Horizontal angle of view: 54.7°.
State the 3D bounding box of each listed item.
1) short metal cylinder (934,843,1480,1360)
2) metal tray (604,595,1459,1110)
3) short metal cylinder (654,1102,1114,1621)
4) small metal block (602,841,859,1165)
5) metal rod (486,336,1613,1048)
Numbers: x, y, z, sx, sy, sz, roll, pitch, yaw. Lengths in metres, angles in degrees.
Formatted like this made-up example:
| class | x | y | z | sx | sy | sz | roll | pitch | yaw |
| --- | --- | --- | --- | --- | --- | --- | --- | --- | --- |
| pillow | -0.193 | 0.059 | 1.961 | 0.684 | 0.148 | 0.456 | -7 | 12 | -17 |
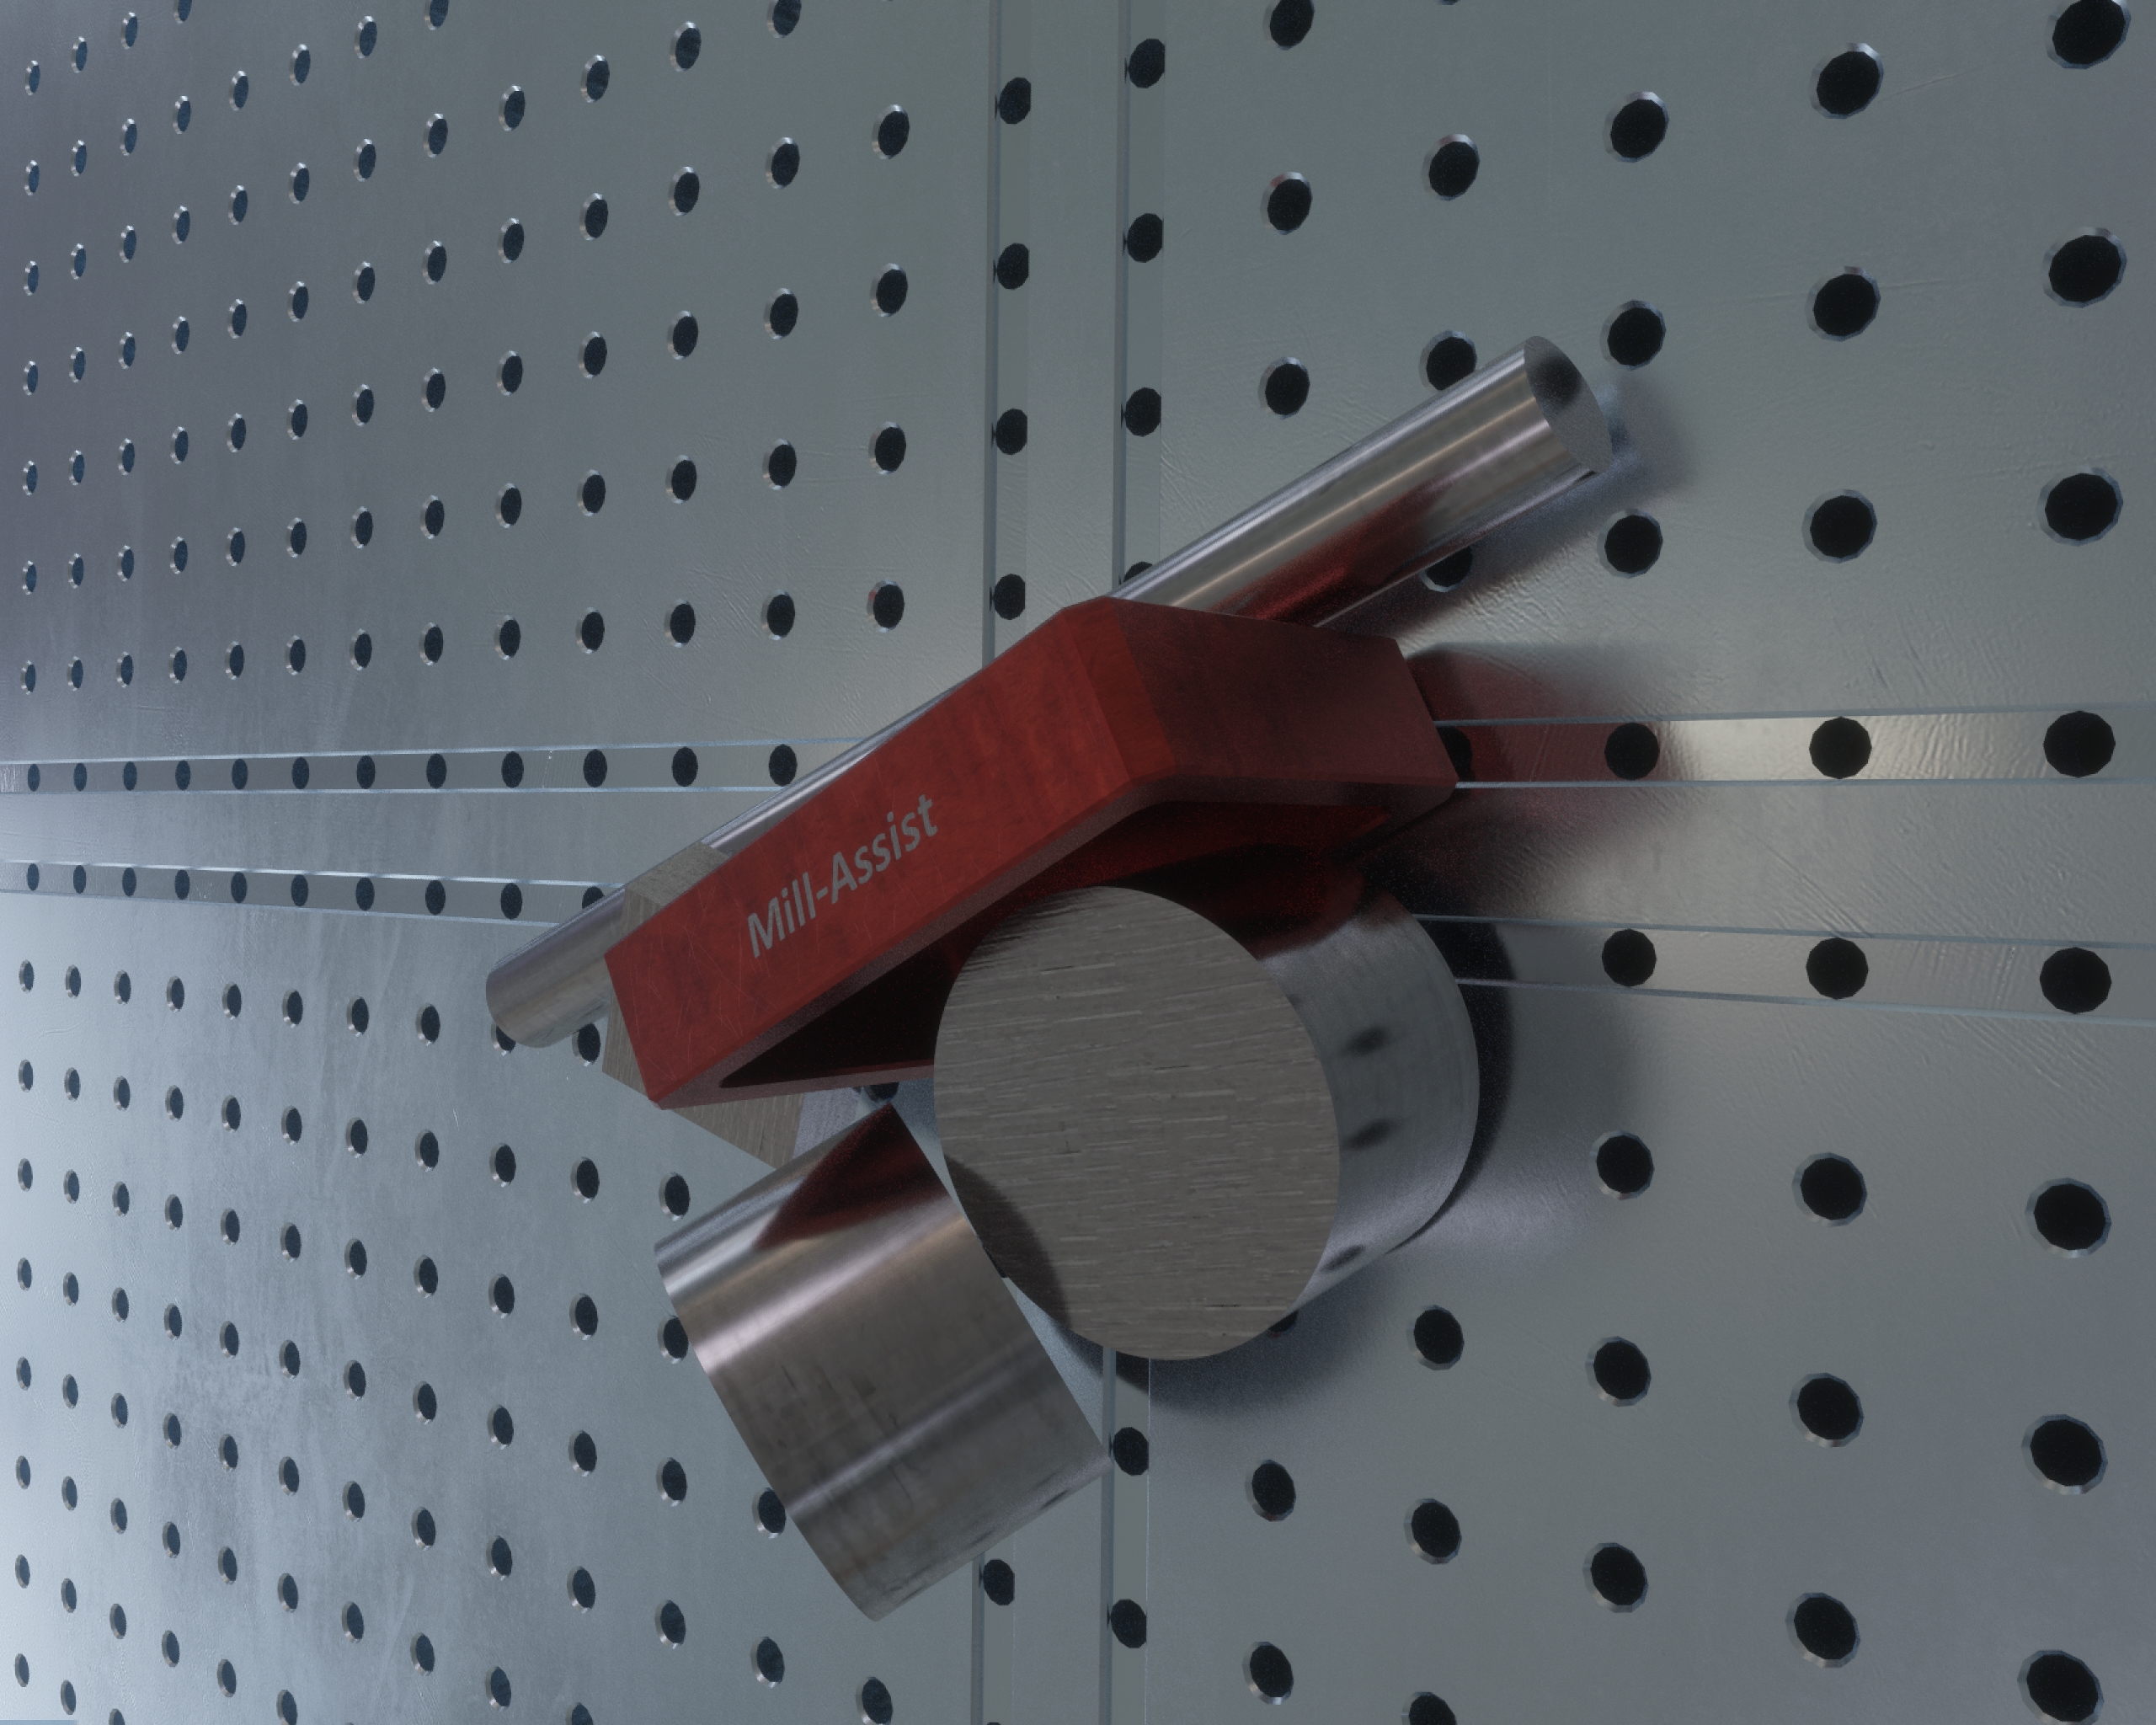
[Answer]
| class | x | y | z | sx | sy | sz | roll | pitch | yaw |
| --- | --- | --- | --- | --- | --- | --- | --- | --- | --- |
| short metal cylinder | 0.022 | 0.040 | 0.363 | 0.080 | 0.050 | 0.079 | 7 | 103 | 35 |
| metal tray | -0.010 | 0.002 | 0.370 | 0.130 | 0.091 | 0.030 | -33 | 70 | 35 |
| short metal cylinder | -0.036 | 0.092 | 0.389 | 0.050 | 0.080 | 0.080 | -31 | 64 | -9 |
| small metal block | -0.072 | 0.031 | 0.447 | 0.050 | 0.025 | 0.050 | 26 | 123 | 17 |
| metal rod | -0.028 | -0.020 | 0.427 | 0.299 | 0.025 | 0.025 | -27 | 73 | 36 |
